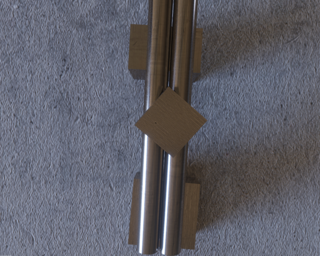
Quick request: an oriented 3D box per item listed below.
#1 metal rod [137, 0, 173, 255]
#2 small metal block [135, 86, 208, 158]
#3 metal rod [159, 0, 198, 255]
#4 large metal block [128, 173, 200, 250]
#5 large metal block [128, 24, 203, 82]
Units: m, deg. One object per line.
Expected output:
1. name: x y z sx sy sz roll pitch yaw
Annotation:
1. metal rod: -0.006 -0.008 0.338 0.025 0.025 0.298 3 97 0
2. small metal block: 0.011 -0.007 0.314 0.050 0.025 0.050 41 95 -6
3. metal rod: 0.020 -0.007 0.338 0.025 0.025 0.298 3 97 0
4. large metal block: 0.005 0.104 0.398 0.080 0.050 0.080 5 90 0
5. large metal block: 0.006 -0.089 0.384 0.080 0.080 0.050 3 90 0
